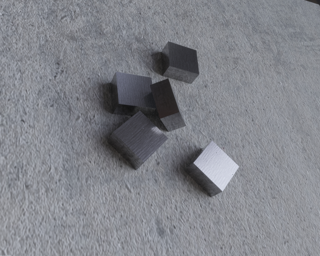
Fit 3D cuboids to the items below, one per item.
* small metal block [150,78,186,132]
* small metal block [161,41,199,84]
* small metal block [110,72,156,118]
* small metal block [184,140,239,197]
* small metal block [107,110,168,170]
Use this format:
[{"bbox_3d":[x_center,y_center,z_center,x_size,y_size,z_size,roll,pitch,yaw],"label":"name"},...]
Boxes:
[{"bbox_3d":[0.011,-0.029,0.408,0.025,0.050,0.050,-20,67,7],"label":"small metal block"},{"bbox_3d":[0.031,-0.101,0.482,0.050,0.025,0.050,12,57,-22],"label":"small metal block"},{"bbox_3d":[-0.036,-0.043,0.410,0.050,0.025,0.050,5,59,-26],"label":"small metal block"},{"bbox_3d":[0.068,0.053,0.408,0.050,0.025,0.050,45,51,2],"label":"small metal block"},{"bbox_3d":[-0.027,0.015,0.380,0.050,0.025,0.050,45,51,3],"label":"small metal block"}]
